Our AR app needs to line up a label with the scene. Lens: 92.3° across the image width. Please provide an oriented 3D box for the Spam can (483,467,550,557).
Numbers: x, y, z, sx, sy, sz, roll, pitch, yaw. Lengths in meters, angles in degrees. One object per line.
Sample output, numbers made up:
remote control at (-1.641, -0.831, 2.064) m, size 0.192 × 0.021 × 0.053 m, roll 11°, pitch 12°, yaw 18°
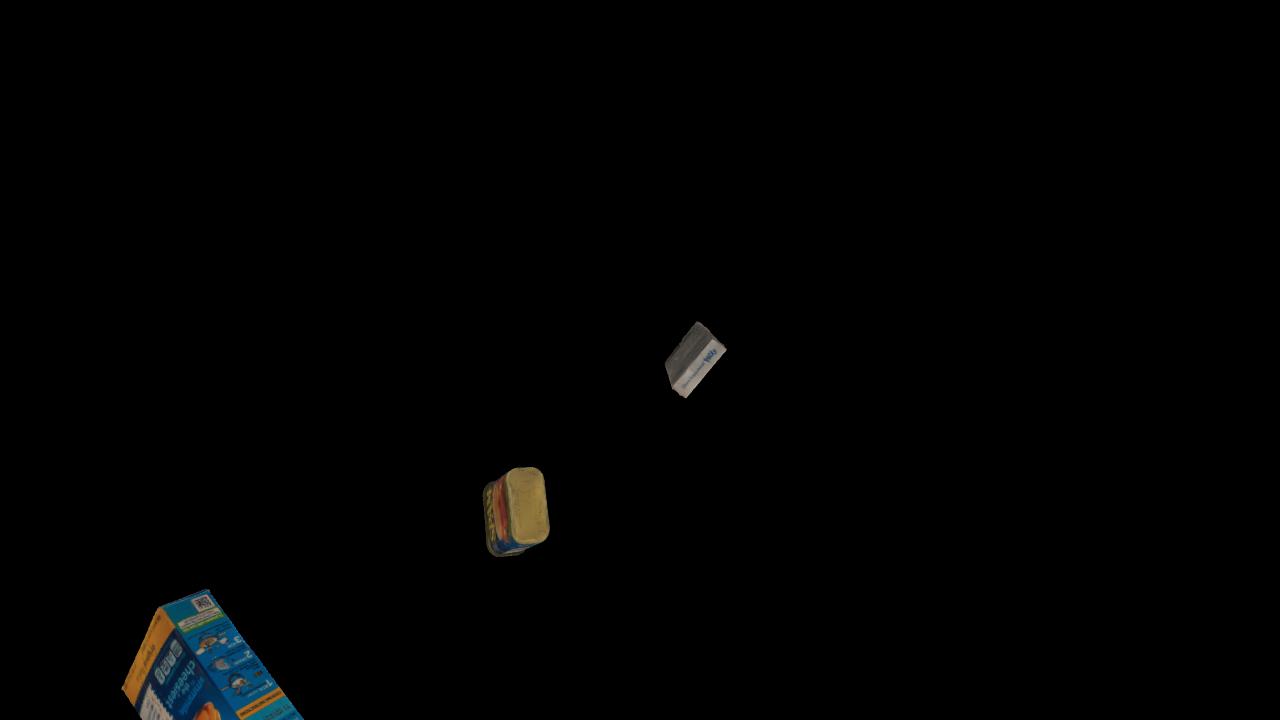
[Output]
Spam can at (-0.161, 0.198, 0.802) m, size 0.058 × 0.101 × 0.085 m, roll 4°, pitch -25°, yaw -34°

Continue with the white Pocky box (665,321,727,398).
white Pocky box at (0.071, -0.005, 0.838) m, size 0.028 × 0.084 × 0.154 m, roll 37°, pitch 8°, yaw -8°

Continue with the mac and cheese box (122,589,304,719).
mac and cheese box at (-0.290, 0.264, 0.435) m, size 0.184 × 0.093 × 0.041 m, roll 39°, pitch 16°, yaw 18°
